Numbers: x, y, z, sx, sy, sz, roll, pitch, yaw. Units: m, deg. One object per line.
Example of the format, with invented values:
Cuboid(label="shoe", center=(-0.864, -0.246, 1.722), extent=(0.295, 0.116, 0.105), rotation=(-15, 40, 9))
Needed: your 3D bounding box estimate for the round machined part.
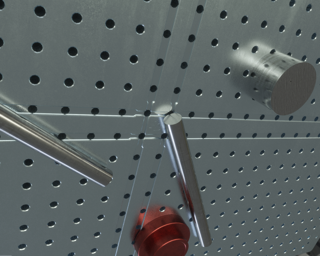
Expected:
Cuboid(label="round machined part", center=(0.009, 0.200, 0.529), extent=(0.099, 0.042, 0.097), rotation=(-14, 124, -21))

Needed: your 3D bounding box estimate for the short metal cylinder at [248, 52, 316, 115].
Cuboid(label="short metal cylinder", center=(0.176, -0.065, 0.451), extent=(0.081, 0.050, 0.079), rotation=(-14, 124, -21))

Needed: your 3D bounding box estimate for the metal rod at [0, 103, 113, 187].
Cuboid(label="metal rod", center=(-0.161, -0.009, 0.317), extent=(0.025, 0.025, 0.301), rotation=(-46, 129, 4))

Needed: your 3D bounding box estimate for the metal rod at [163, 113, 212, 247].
Cuboid(label="metal rod", center=(0.052, 0.102, 0.502), extent=(0.025, 0.025, 0.299), rotation=(-26, 128, -12))
